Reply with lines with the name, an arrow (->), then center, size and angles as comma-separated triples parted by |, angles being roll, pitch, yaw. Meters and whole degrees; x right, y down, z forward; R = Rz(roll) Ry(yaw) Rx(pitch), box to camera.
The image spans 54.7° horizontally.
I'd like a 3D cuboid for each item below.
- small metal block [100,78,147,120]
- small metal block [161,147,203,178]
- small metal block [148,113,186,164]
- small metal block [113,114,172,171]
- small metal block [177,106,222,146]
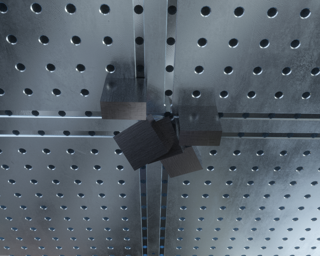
small metal block -> -0.041, -0.035, 0.365 | 0.050, 0.050, 0.025 | 1, 130, -2
small metal block -> 0.029, 0.041, 0.447 | 0.050, 0.025, 0.050 | -18, 128, 14
small metal block -> 0.000, 0.014, 0.409 | 0.050, 0.025, 0.050 | -20, 97, 15
small metal block -> -0.022, 0.018, 0.389 | 0.050, 0.025, 0.050 | -31, 94, 16
small metal block -> 0.049, -0.004, 0.393 | 0.050, 0.050, 0.025 | 1, 130, -1
